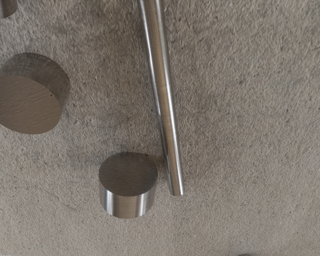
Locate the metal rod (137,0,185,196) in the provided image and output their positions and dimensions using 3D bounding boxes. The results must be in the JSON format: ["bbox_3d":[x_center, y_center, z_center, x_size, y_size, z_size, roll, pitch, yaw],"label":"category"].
[{"bbox_3d":[0.008,-0.015,0.394,0.025,0.025,0.298,-6,130,4],"label":"metal rod"}]

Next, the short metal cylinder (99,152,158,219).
[{"bbox_3d":[-0.045,0.080,0.439,0.081,0.080,0.050,4,130,-4],"label":"short metal cylinder"}]

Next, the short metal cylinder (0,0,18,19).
[{"bbox_3d":[-0.167,-0.128,0.260,0.081,0.080,0.050,7,130,-6],"label":"short metal cylinder"}]

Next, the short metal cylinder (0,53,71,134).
[{"bbox_3d":[-0.149,-0.039,0.356,0.081,0.050,0.079,0,130,0],"label":"short metal cylinder"}]
